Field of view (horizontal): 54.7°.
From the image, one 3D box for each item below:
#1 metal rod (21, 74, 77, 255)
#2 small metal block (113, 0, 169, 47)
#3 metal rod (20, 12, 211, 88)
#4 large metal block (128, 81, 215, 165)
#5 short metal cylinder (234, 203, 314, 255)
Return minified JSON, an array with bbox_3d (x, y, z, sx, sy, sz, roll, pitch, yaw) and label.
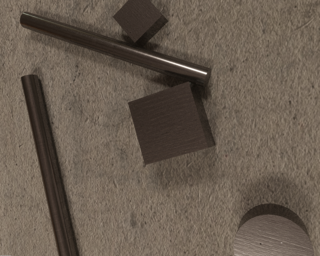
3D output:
[{"bbox_3d":[-0.166,0.066,0.465,0.025,0.025,0.298,-16,85,19],"label":"metal rod"},{"bbox_3d":[-0.026,-0.147,0.417,0.050,0.025,0.050,-42,77,15],"label":"small metal block"},{"bbox_3d":[-0.074,-0.115,0.433,0.301,0.025,0.025,21,97,18],"label":"metal rod"},{"bbox_3d":[0.016,-0.005,0.389,0.080,0.050,0.080,-17,84,19],"label":"large metal block"},{"bbox_3d":[0.127,0.131,0.351,0.080,0.050,0.079,0,90,19],"label":"short metal cylinder"}]
